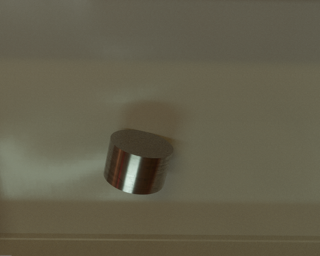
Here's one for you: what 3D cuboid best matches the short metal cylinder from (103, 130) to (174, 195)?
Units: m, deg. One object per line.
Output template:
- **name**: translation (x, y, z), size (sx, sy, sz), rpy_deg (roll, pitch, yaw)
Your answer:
- **short metal cylinder**: translation (-0.028, 0.041, 0.397), size (0.080, 0.080, 0.050), rpy_deg (13, 110, -5)
